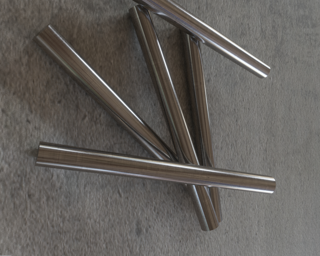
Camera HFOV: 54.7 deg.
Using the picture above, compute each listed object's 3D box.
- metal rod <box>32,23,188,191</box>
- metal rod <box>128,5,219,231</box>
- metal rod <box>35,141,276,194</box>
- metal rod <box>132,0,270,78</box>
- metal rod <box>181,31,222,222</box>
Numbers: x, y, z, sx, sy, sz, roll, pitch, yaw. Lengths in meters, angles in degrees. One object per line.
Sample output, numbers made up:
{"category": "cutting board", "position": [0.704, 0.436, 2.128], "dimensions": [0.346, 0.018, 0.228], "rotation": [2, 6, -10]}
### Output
{"category": "metal rod", "position": [-0.029, -0.001, 0.382], "dimensions": [0.300, 0.025, 0.025], "rotation": [47, 62, -30]}
{"category": "metal rod", "position": [0.020, -0.009, 0.400], "dimensions": [0.025, 0.025, 0.298], "rotation": [-23, 98, -38]}
{"category": "metal rod", "position": [0.015, 0.052, 0.367], "dimensions": [0.302, 0.025, 0.025], "rotation": [11, 83, -24]}
{"category": "metal rod", "position": [0.059, -0.130, 0.422], "dimensions": [0.302, 0.025, 0.025], "rotation": [17, 79, -38]}
{"category": "metal rod", "position": [0.062, -0.004, 0.459], "dimensions": [0.025, 0.025, 0.298], "rotation": [-14, 99, -39]}
